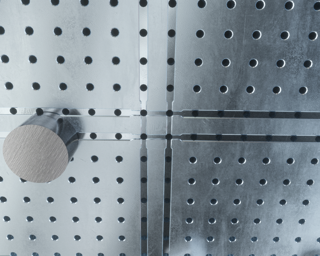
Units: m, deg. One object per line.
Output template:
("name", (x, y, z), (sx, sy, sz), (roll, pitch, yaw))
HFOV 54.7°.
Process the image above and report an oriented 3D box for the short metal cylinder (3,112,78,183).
("short metal cylinder", (-0.154, 0.025, 0.408), (0.081, 0.050, 0.079), (0, 110, 0))
